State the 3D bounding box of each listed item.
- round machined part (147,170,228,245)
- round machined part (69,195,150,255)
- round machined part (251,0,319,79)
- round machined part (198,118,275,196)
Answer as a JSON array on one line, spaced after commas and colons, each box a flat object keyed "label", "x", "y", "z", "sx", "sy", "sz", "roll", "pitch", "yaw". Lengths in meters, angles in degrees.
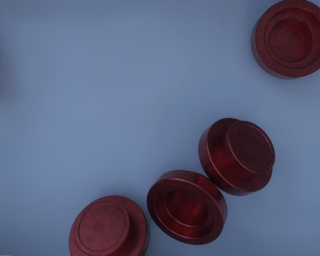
[{"label": "round machined part", "x": 0.036, "y": 0.093, "z": 0.388, "sx": 0.098, "sy": 0.042, "sz": 0.097, "roll": 12, "pitch": 119, "yaw": 22}, {"label": "round machined part", "x": -0.064, "y": 0.127, "z": 0.377, "sx": 0.098, "sy": 0.042, "sz": 0.098, "roll": -6, "pitch": 52, "yaw": 8}, {"label": "round machined part", "x": 0.167, "y": -0.112, "z": 0.404, "sx": 0.099, "sy": 0.042, "sz": 0.097, "roll": 0, "pitch": 90, "yaw": 0}, {"label": "round machined part", "x": 0.100, "y": 0.030, "z": 0.378, "sx": 0.099, "sy": 0.042, "sz": 0.098, "roll": 13, "pitch": 58, "yaw": -22}]
